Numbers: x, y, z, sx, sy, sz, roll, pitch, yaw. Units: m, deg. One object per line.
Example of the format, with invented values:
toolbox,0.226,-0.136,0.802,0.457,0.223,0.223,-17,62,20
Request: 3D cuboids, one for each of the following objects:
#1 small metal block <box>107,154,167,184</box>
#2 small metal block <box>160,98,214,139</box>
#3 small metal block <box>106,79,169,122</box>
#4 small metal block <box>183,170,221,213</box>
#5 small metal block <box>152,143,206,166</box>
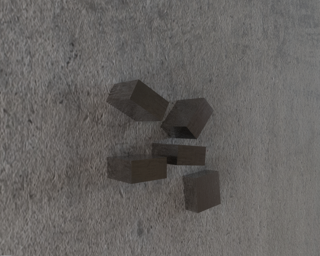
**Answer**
small metal block,-0.027,0.047,0.365,0.050,0.050,0.025,-1,91,-40
small metal block,0.036,-0.013,0.418,0.025,0.050,0.050,49,61,-29
small metal block,-0.027,-0.031,0.366,0.050,0.050,0.025,34,69,-35
small metal block,0.062,0.092,0.457,0.050,0.025,0.050,-8,95,-40
small metal block,0.024,0.035,0.408,0.050,0.050,0.025,7,86,-40
